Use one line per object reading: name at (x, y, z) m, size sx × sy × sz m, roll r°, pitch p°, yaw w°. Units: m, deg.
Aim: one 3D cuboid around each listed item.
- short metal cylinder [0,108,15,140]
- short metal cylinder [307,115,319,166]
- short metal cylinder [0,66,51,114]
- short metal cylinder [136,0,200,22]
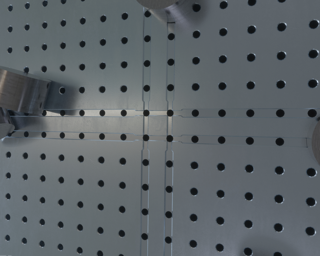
short metal cylinder at (-0.277, -0.010, 0.481) m, size 0.080 × 0.080 × 0.050 m, roll -30°, pitch 81°, yaw 17°
short metal cylinder at (0.202, 0.015, 0.328) m, size 0.080 × 0.050 × 0.079 m, roll 0°, pitch 90°, yaw 20°
short metal cylinder at (-0.208, -0.057, 0.457) m, size 0.080 × 0.080 × 0.050 m, roll 20°, pitch 97°, yaw 19°
short metal cylinder at (0.009, -0.183, 0.396) m, size 0.080 × 0.050 × 0.079 m, roll 0°, pitch 90°, yaw 20°
